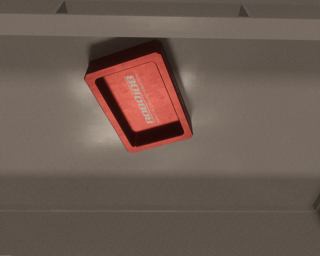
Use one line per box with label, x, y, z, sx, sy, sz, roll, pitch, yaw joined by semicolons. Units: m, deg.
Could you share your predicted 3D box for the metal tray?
metal tray;-0.021;-0.032;0.378;0.090;0.030;0.130;-16;129;12
